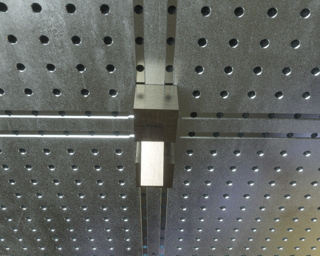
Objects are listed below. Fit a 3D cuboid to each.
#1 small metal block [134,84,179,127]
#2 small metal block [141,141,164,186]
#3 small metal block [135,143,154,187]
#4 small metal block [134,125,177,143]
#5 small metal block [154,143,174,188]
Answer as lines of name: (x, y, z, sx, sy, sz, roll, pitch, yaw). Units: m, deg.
small metal block: (-0.005, -0.028, 0.371, 0.050, 0.050, 0.025, 2, 130, -2)
small metal block: (-0.009, 0.041, 0.376, 0.025, 0.050, 0.050, 1, 88, 0)
small metal block: (-0.020, 0.048, 0.436, 0.025, 0.050, 0.050, 1, 130, -1)
small metal block: (-0.006, -0.008, 0.387, 0.050, 0.050, 0.025, 2, 130, -2)
small metal block: (0.005, 0.049, 0.435, 0.025, 0.050, 0.050, 1, 130, -1)
